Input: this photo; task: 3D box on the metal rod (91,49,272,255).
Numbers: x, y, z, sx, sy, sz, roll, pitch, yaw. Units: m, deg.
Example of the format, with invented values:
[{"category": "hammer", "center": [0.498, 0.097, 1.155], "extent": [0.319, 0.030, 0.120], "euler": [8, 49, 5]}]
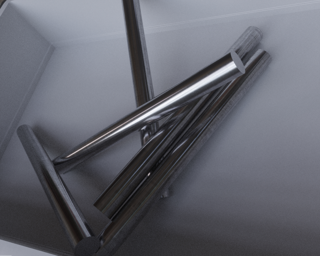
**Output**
[{"category": "metal rod", "center": [0.034, 0.018, 0.352], "extent": [0.025, 0.025, 0.301], "euler": [29, 70, 37]}]

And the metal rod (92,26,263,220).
[{"category": "metal rod", "center": [0.033, -0.020, 0.368], "extent": [0.025, 0.025, 0.301], "euler": [27, 66, 37]}]

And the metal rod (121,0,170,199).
[{"category": "metal rod", "center": [-0.023, -0.060, 0.400], "extent": [0.025, 0.025, 0.299], "euler": [-15, 72, 19]}]

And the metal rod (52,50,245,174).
[{"category": "metal rod", "center": [-0.039, -0.002, 0.369], "extent": [0.299, 0.025, 0.025], "euler": [-28, 50, 32]}]

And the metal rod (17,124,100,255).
[{"category": "metal rod", "center": [-0.148, 0.059, 0.404], "extent": [0.025, 0.025, 0.300], "euler": [-49, 39, -6]}]
